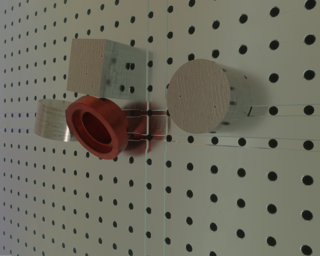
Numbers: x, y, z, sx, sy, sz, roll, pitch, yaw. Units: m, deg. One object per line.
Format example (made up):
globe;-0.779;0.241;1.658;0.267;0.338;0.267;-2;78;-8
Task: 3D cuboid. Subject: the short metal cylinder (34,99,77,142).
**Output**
short metal cylinder;-0.160;-0.014;0.506;0.080;0.081;0.050;21;103;38

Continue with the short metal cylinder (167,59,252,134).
short metal cylinder;0.055;-0.034;0.348;0.080;0.050;0.080;0;90;40

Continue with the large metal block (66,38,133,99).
large metal block;-0.093;-0.090;0.470;0.080;0.050;0.079;14;99;39

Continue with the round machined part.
round machined part;-0.085;-0.005;0.450;0.098;0.042;0.097;23;136;25
